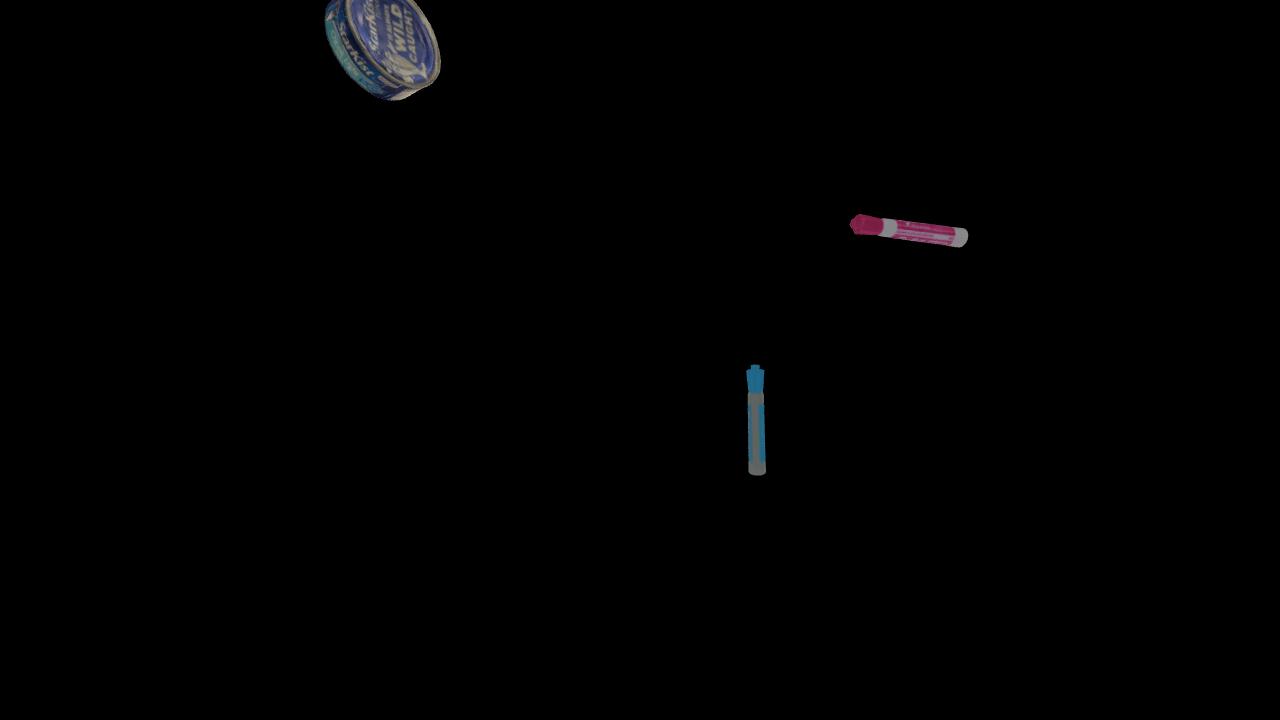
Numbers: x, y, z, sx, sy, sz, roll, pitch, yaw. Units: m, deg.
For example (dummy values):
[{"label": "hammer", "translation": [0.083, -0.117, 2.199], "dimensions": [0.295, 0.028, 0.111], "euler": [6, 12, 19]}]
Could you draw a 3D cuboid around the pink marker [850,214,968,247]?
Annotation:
[{"label": "pink marker", "translation": [0.256, -0.123, 0.587], "dimensions": [0.121, 0.020, 0.020], "euler": [4, -1, -14]}]

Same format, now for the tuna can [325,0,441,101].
[{"label": "tuna can", "translation": [-0.202, -0.252, 0.486], "dimensions": [0.034, 0.084, 0.084], "euler": [-11, -5, 31]}]

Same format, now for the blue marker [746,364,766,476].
[{"label": "blue marker", "translation": [0.125, 0.064, 0.659], "dimensions": [0.020, 0.121, 0.020], "euler": [-3, 13, 1]}]
